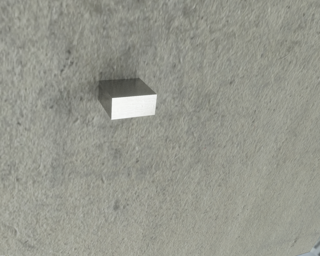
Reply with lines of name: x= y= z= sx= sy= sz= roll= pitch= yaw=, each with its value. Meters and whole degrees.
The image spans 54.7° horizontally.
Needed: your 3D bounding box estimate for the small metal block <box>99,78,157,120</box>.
small metal block: x=-0.038 y=-0.034 z=0.350 sx=0.050 sy=0.050 sz=0.025 roll=-8 pitch=122 yaw=-25
